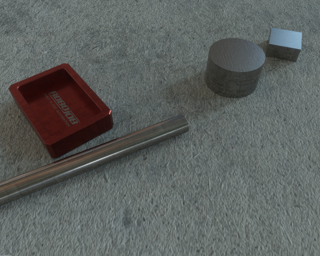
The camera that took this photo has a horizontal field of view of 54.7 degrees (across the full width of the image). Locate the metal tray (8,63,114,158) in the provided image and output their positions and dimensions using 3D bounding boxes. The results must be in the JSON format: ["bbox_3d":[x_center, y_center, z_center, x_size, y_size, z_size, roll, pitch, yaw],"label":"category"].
[{"bbox_3d":[-0.136,-0.029,0.423,0.091,0.030,0.130,-30,56,-23],"label":"metal tray"}]

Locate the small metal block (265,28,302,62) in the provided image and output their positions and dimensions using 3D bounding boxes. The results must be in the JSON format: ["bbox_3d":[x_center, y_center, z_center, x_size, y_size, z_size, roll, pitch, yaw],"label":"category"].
[{"bbox_3d":[0.209,-0.141,0.524,0.050,0.025,0.050,14,51,11],"label":"small metal block"}]

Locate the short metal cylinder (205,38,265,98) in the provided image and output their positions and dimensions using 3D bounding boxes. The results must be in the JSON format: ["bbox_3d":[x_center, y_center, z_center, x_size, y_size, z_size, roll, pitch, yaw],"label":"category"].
[{"bbox_3d":[0.111,-0.091,0.464,0.081,0.050,0.080,0,50,0],"label":"short metal cylinder"}]

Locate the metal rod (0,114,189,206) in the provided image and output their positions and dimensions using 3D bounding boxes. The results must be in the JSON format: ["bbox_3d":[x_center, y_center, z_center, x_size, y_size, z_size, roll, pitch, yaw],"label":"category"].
[{"bbox_3d":[-0.103,0.045,0.364,0.302,0.025,0.025,-21,53,-17],"label":"metal rod"}]
